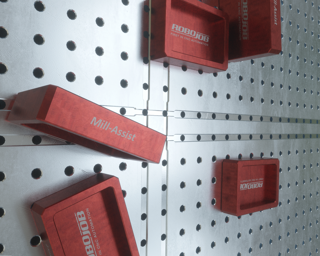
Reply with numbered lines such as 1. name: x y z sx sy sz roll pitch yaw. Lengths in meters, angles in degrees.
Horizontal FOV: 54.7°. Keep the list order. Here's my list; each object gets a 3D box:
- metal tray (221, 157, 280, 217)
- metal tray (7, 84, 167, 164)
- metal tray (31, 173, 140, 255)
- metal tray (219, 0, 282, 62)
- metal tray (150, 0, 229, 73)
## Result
1. metal tray: 0.162 0.099 0.545 0.131 0.030 0.089 3 88 -40
2. metal tray: -0.070 0.001 0.309 0.131 0.090 0.030 25 74 -38
3. metal tray: -0.076 0.126 0.344 0.091 0.030 0.129 -22 104 -38
4. metal tray: 0.139 -0.175 0.485 0.030 0.090 0.129 -5 94 -40
5. metal tray: 0.047 -0.134 0.446 0.131 0.030 0.089 3 89 -40
